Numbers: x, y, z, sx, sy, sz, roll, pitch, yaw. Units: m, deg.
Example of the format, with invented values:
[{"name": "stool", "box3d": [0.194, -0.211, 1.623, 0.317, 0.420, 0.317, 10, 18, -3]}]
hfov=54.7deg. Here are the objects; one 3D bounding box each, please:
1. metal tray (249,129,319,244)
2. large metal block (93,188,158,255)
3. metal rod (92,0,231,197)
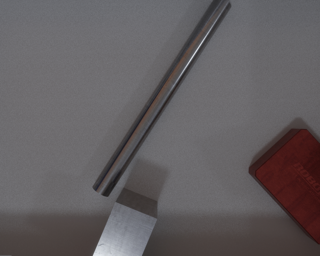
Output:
[{"name": "metal tray", "box3d": [0.196, 0.075, 0.412, 0.090, 0.030, 0.130, -43, 91, 0]}, {"name": "large metal block", "box3d": [-0.042, 0.128, 0.384, 0.050, 0.080, 0.080, 23, 90, -1]}, {"name": "metal rod", "box3d": [0.003, -0.042, 0.411, 0.025, 0.025, 0.299, 33, 90, -1]}]
